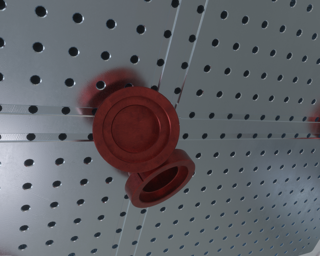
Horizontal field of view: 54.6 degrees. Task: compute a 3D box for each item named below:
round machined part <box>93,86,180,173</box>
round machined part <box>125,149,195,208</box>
[{"bbox_3d":[-0.029,0.000,0.367,0.099,0.042,0.097,-1,95,-12],"label":"round machined part"},{"bbox_3d":[-0.004,0.062,0.423,0.099,0.042,0.098,-25,145,-18],"label":"round machined part"}]
